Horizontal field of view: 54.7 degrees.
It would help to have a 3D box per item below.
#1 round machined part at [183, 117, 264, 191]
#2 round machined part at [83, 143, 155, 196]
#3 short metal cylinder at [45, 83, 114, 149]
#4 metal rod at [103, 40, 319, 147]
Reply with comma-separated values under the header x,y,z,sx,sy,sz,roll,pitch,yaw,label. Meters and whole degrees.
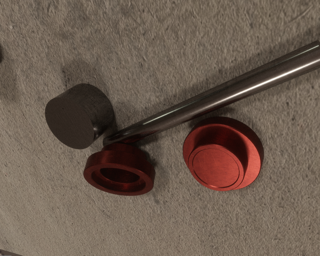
x,y,z,sx,sy,sz,roll,pitch,yaw,label
0.074,0.038,0.380,0.098,0.042,0.097,13,124,20,round machined part
-0.055,0.057,0.442,0.099,0.042,0.097,5,144,4,round machined part
-0.113,-0.017,0.438,0.080,0.050,0.079,13,124,20,short metal cylinder
0.037,-0.023,0.371,0.299,0.025,0.025,-23,106,36,metal rod
